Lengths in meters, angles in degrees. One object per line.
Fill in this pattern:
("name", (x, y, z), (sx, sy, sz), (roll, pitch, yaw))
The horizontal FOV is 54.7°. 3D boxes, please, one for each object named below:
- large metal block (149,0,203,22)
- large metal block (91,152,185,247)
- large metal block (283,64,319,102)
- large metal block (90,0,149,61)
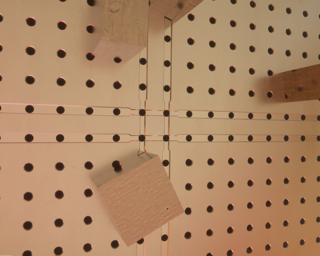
("large metal block", (0.028, -0.194, 0.395), (0.050, 0.080, 0.080), (23, 82, -19))
("large metal block", (-0.028, 0.086, 0.390), (0.081, 0.050, 0.080), (-27, 99, -18))
("large metal block", (0.254, -0.074, 0.480), (0.081, 0.080, 0.050), (-12, 94, -20))
("large metal block", (-0.050, -0.129, 0.365), (0.050, 0.080, 0.079), (2, 90, -20))
